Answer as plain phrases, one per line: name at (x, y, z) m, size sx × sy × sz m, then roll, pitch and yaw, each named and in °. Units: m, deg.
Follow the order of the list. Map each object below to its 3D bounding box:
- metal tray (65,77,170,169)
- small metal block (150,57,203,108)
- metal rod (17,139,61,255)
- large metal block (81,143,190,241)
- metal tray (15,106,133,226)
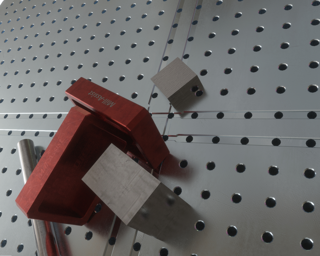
metal tray at (-0.055, -0.007, 0.395) m, size 0.130 × 0.090 × 0.030 m, roll 28°, pitch 67°, yaw 37°
small metal block at (0.023, -0.064, 0.435) m, size 0.050 × 0.025 × 0.050 m, roll -39°, pitch 51°, yaw 2°
metal rod at (-0.156, 0.126, 0.410) m, size 0.025 × 0.025 × 0.300 m, roll -36°, pitch 51°, yaw 4°
large metal block at (-0.025, 0.071, 0.341) m, size 0.080 × 0.080 × 0.050 m, roll 32°, pitch 80°, yaw 38°
metal tray at (-0.097, 0.049, 0.374) m, size 0.030 × 0.090 × 0.130 m, roll 26°, pitch 84°, yaw 38°
